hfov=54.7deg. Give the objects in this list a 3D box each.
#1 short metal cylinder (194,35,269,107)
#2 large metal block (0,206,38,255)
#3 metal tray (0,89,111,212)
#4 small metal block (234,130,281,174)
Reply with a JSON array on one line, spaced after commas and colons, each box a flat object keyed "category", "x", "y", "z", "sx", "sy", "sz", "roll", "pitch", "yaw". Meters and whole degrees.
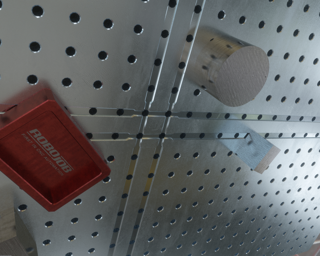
[{"category": "short metal cylinder", "x": 0.092, "y": -0.074, "z": 0.402, "sx": 0.081, "sy": 0.050, "sz": 0.079, "roll": -14, "pitch": 125, "yaw": -21}, {"category": "large metal block", "x": -0.204, "y": 0.156, "z": 0.380, "sx": 0.081, "sy": 0.050, "sz": 0.079, "roll": -21, "pitch": 127, "yaw": -17}, {"category": "metal tray", "x": -0.127, "y": 0.031, "z": 0.357, "sx": 0.090, "sy": 0.030, "sz": 0.130, "roll": -34, "pitch": 129, "yaw": -6}, {"category": "small metal block", "x": 0.159, "y": 0.039, "z": 0.509, "sx": 0.025, "sy": 0.050, "sz": 0.050, "roll": 26, "pitch": 104, "yaw": -38}]
